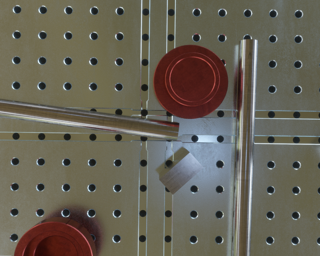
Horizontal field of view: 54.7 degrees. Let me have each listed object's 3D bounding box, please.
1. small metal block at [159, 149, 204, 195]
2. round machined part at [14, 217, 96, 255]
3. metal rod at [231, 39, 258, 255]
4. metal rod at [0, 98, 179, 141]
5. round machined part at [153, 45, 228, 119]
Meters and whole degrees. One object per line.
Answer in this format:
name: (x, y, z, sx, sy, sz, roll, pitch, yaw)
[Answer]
small metal block: (0.026, 0.055, 0.401, 0.050, 0.050, 0.025, -42, 90, 0)
round machined part: (-0.132, 0.164, 0.404, 0.099, 0.042, 0.097, 0, 90, 0)
metal rod: (0.113, 0.034, 0.414, 0.025, 0.025, 0.298, 2, 90, 0)
metal rod: (-0.126, -0.015, 0.412, 0.302, 0.025, 0.025, 8, 90, 0)
round machined part: (0.040, -0.061, 0.405, 0.099, 0.042, 0.097, 0, 90, 0)
